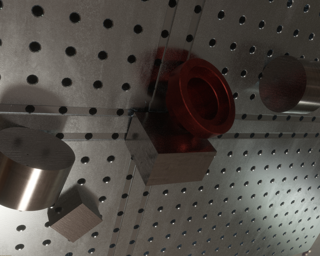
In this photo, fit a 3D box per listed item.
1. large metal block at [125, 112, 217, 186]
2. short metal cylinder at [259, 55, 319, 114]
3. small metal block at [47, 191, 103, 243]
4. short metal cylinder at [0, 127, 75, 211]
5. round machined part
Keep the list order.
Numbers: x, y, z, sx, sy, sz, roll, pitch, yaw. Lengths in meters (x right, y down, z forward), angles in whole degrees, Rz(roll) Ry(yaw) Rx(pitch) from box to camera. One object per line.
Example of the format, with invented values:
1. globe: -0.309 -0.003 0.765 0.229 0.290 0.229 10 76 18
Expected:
1. large metal block: 0.011 0.024 0.394 0.081 0.080 0.050 0 127 -29
2. short metal cylinder: 0.191 -0.061 0.445 0.050 0.080 0.079 1 118 -29
3. small metal block: -0.116 0.123 0.425 0.050 0.025 0.050 -36 130 -5
4. short metal cylinder: -0.138 0.041 0.327 0.081 0.080 0.050 15 111 -35
5. round machined part: 0.046 -0.033 0.384 0.099 0.098 0.042 19 151 -36
